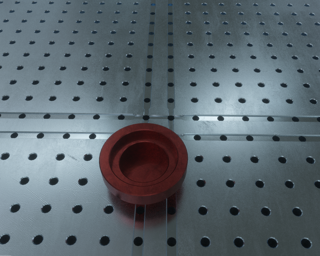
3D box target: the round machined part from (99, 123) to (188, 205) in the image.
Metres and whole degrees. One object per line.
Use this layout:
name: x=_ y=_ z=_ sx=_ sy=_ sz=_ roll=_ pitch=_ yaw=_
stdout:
round machined part: x=-0.018 y=0.044 z=0.360 sx=0.099 sy=0.042 sz=0.098 roll=0 pitch=50 yaw=0
